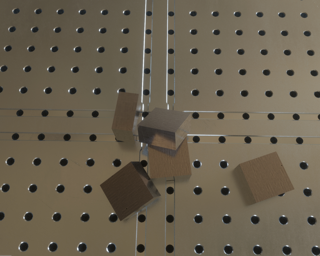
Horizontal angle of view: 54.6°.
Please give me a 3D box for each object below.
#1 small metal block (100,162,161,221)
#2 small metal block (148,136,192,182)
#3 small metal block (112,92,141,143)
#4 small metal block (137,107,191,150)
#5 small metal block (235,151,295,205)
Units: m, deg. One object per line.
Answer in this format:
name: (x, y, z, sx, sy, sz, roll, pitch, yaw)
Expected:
small metal block: (-0.036, 0.075, 0.374, 0.050, 0.025, 0.050, -38, 73, 12)
small metal block: (0.011, 0.040, 0.397, 0.050, 0.025, 0.050, -5, 70, -2)
small metal block: (-0.042, -0.013, 0.403, 0.025, 0.050, 0.050, 7, 70, 3)
small metal block: (0.007, -0.001, 0.392, 0.050, 0.025, 0.050, 11, 34, 24)
small metal block: (0.130, 0.063, 0.389, 0.050, 0.025, 0.050, -18, 71, -6)
